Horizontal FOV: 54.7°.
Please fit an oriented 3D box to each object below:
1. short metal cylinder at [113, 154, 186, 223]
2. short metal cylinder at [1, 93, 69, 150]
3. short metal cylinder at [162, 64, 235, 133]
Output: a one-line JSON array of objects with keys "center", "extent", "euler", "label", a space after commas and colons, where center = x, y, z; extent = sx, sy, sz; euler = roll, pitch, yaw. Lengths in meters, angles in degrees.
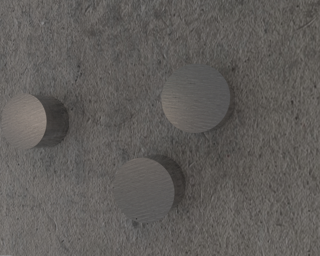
[{"center": [-0.012, 0.076, 0.400], "extent": [0.080, 0.050, 0.080], "euler": [0, 90, 20], "label": "short metal cylinder"}, {"center": [-0.185, -0.009, 0.461], "extent": [0.080, 0.050, 0.080], "euler": [0, 90, 20], "label": "short metal cylinder"}, {"center": [0.048, -0.034, 0.379], "extent": [0.080, 0.050, 0.080], "euler": [0, 90, 20], "label": "short metal cylinder"}]
